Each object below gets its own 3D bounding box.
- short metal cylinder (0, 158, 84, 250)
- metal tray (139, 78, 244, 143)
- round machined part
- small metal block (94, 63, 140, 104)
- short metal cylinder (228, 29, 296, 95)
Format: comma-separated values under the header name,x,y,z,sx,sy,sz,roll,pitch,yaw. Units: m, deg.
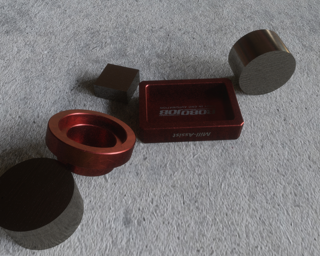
name,x,y,z,sx,sy,sz,roll,pitch,yaw
short metal cylinder,-0.124,0.078,0.321,0.081,0.050,0.080,0,50,0
metal tray,0.038,-0.026,0.421,0.131,0.030,0.090,-2,50,-2
round machined part,-0.081,0.019,0.358,0.099,0.042,0.098,15,25,-7
small metal block,-0.062,-0.066,0.458,0.050,0.025,0.050,14,51,11
short metal cylinder,0.145,-0.094,0.447,0.081,0.080,0.050,-7,51,-6
